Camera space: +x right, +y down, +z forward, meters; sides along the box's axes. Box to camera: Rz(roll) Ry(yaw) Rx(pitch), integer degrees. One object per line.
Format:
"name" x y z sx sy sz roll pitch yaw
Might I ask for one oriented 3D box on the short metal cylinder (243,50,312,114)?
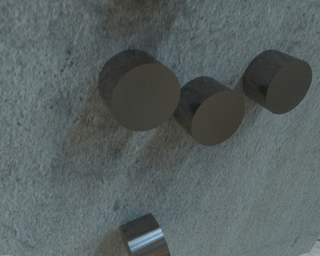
"short metal cylinder" 0.167 -0.066 0.444 0.081 0.050 0.079 -14 125 -21

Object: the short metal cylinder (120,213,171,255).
"short metal cylinder" -0.024 0.177 0.470 0.050 0.080 0.079 -20 126 -17

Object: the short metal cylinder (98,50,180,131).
"short metal cylinder" -0.024 -0.043 0.352 0.081 0.050 0.079 -14 125 -21

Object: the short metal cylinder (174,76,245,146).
"short metal cylinder" 0.065 -0.023 0.414 0.081 0.050 0.079 -14 125 -21
